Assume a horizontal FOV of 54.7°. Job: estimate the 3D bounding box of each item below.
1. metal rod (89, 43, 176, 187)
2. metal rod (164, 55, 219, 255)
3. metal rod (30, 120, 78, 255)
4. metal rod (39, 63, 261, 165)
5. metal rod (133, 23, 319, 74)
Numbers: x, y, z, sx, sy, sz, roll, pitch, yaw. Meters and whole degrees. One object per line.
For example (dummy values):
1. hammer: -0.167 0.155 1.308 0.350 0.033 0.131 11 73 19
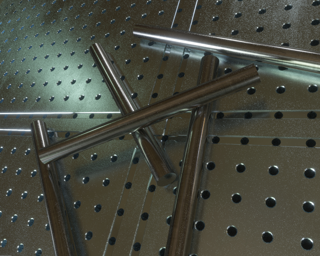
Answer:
1. metal rod: -0.053 -0.039 0.458 0.025 0.025 0.300 -35 51 5
2. metal rod: 0.039 0.039 0.363 0.025 0.025 0.300 -1 61 27
3. metal rod: -0.144 0.098 0.420 0.025 0.025 0.300 -34 52 5
4. metal rod: -0.025 -0.012 0.393 0.301 0.025 0.025 -21 54 15
5. metal rod: 0.077 -0.119 0.440 0.300 0.025 0.025 22 74 35
